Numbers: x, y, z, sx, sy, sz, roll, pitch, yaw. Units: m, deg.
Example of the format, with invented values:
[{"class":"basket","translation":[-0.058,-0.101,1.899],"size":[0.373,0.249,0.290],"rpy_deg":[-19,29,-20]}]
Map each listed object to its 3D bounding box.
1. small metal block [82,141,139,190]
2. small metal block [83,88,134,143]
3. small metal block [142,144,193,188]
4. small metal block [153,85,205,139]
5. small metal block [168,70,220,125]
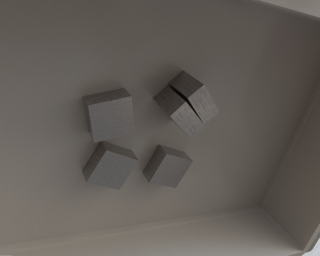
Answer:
[{"class":"small metal block","translation":[-0.065,0.049,0.404],"size":[0.050,0.025,0.050],"rpy_deg":[24,105,-37]},{"class":"small metal block","translation":[-0.060,-0.015,0.366],"size":[0.050,0.025,0.050],"rpy_deg":[-15,125,-20]},{"class":"small metal block","translation":[0.011,0.056,0.449],"size":[0.050,0.025,0.050],"rpy_deg":[19,108,-36]},{"class":"small metal block","translation":[0.024,-0.020,0.393],"size":[0.025,0.050,0.050],"rpy_deg":[-43,129,1]},{"class":"small metal block","translation":[0.043,-0.039,0.392],"size":[0.025,0.050,0.050],"rpy_deg":[-40,129,-2]}]
